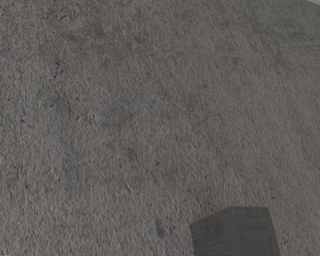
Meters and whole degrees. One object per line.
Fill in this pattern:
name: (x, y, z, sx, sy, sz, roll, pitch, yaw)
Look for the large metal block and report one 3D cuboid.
large metal block: (0.079, 0.134, 0.329, 0.050, 0.080, 0.080, 8, 58, -24)
